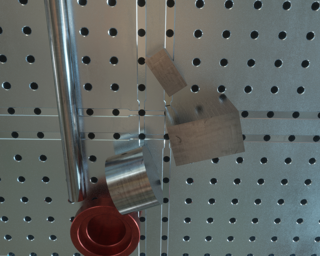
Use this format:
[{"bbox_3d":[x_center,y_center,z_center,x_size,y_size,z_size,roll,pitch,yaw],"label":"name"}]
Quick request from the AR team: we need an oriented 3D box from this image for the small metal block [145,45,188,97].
[{"bbox_3d":[0.007,-0.070,0.374,0.025,0.050,0.050,-33,107,11],"label":"small metal block"}]

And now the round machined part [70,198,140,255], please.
[{"bbox_3d":[-0.078,0.144,0.457,0.099,0.042,0.097,0,110,-1],"label":"round machined part"}]

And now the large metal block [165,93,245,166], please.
[{"bbox_3d":[0.052,-0.001,0.385,0.080,0.080,0.050,-13,110,4],"label":"large metal block"}]

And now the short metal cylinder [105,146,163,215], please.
[{"bbox_3d":[-0.033,0.069,0.409,0.050,0.080,0.080,-18,109,6],"label":"short metal cylinder"}]

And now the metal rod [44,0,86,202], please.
[{"bbox_3d":[-0.120,-0.039,0.397,0.025,0.025,0.298,0,110,0],"label":"metal rod"}]
